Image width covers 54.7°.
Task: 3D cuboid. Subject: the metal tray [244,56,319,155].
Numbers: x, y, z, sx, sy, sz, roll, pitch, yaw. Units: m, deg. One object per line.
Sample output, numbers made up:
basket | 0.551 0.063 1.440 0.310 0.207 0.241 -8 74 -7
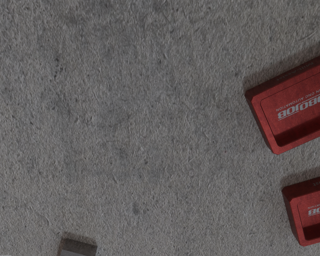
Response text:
metal tray | 0.188 -0.033 0.396 0.130 0.030 0.090 -26 108 9

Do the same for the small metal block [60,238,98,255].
small metal block | -0.131 0.206 0.485 0.050 0.025 0.050 18 109 -7

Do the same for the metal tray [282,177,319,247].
metal tray | 0.255 0.113 0.450 0.131 0.030 0.090 -18 109 6
